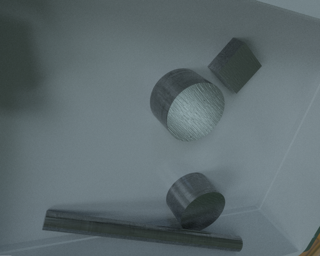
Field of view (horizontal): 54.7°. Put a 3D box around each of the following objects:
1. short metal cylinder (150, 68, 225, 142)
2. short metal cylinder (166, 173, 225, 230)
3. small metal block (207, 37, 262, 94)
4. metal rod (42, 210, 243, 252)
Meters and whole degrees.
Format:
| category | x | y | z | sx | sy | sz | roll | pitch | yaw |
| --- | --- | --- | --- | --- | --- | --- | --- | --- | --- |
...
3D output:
| category | x | y | z | sx | sy | sz | roll | pitch | yaw |
| --- | --- | --- | --- | --- | --- | --- | --- | --- | --- |
| short metal cylinder | 0.034 | -0.030 | 0.395 | 0.081 | 0.050 | 0.079 | -14 | 125 | -21 |
| short metal cylinder | 0.057 | 0.119 | 0.500 | 0.081 | 0.050 | 0.079 | -14 | 124 | -21 |
| small metal block | 0.100 | -0.083 | 0.414 | 0.050 | 0.025 | 0.050 | -48 | 129 | 6 |
| metal rod | -0.012 | 0.154 | 0.453 | 0.302 | 0.025 | 0.025 | 14 | 112 | -19 |
